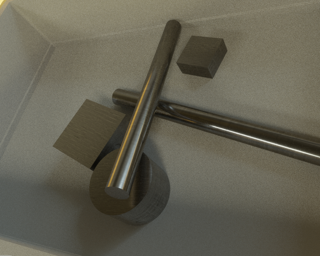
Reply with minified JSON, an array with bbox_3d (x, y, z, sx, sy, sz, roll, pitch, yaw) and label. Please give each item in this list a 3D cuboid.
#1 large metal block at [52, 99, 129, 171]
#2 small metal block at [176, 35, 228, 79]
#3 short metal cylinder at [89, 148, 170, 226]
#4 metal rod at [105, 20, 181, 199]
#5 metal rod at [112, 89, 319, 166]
[{"bbox_3d":[-0.083,0.016,0.422,0.080,0.050,0.080,22,73,35],"label":"large metal block"},{"bbox_3d":[0.059,-0.100,0.435,0.050,0.025,0.050,18,71,34],"label":"small metal block"},{"bbox_3d":[-0.035,0.069,0.364,0.080,0.050,0.080,-13,56,20],"label":"short metal cylinder"},{"bbox_3d":[-0.010,-0.048,0.399,0.025,0.025,0.300,-6,46,25],"label":"metal rod"},{"bbox_3d":[0.055,-0.009,0.381,0.300,0.025,0.025,18,71,34],"label":"metal rod"}]
